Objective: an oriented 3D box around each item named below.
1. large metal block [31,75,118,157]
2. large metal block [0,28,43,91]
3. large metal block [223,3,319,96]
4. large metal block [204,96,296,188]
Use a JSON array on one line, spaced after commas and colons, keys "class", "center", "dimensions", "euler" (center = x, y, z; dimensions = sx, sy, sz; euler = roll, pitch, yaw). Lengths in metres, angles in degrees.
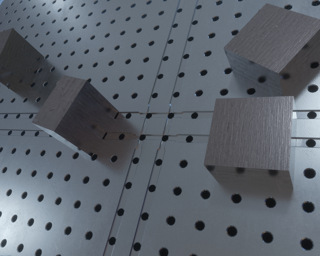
[{"class": "large metal block", "center": [-0.118, -0.017, 0.443], "dimensions": [0.050, 0.080, 0.080], "euler": [16, 70, 34]}, {"class": "large metal block", "center": [-0.285, -0.130, 0.599], "dimensions": [0.050, 0.080, 0.080], "euler": [-8, 58, 24]}, {"class": "large metal block", "center": [0.140, -0.095, 0.377], "dimensions": [0.080, 0.050, 0.080], "euler": [-47, 52, -5]}, {"class": "large metal block", "center": [0.099, 0.014, 0.331], "dimensions": [0.080, 0.050, 0.080], "euler": [1, 62, 28]}]
